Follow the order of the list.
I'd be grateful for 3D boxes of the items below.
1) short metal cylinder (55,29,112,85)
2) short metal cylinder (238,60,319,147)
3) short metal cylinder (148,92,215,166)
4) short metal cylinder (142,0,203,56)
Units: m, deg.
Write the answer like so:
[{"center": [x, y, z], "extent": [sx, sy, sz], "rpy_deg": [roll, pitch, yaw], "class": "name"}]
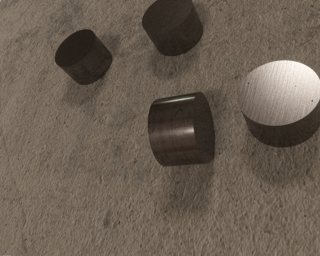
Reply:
[{"center": [-0.129, -0.120, 0.527], "extent": [0.080, 0.050, 0.080], "rpy_deg": [-13, 56, 20], "class": "short metal cylinder"}, {"center": [0.130, -0.026, 0.335], "extent": [0.080, 0.050, 0.080], "rpy_deg": [-13, 56, 20], "class": "short metal cylinder"}, {"center": [0.027, 0.002, 0.352], "extent": [0.050, 0.080, 0.080], "rpy_deg": [-7, 59, 24], "class": "short metal cylinder"}, {"center": [0.020, -0.157, 0.473], "extent": [0.080, 0.050, 0.080], "rpy_deg": [-13, 56, 20], "class": "short metal cylinder"}]
